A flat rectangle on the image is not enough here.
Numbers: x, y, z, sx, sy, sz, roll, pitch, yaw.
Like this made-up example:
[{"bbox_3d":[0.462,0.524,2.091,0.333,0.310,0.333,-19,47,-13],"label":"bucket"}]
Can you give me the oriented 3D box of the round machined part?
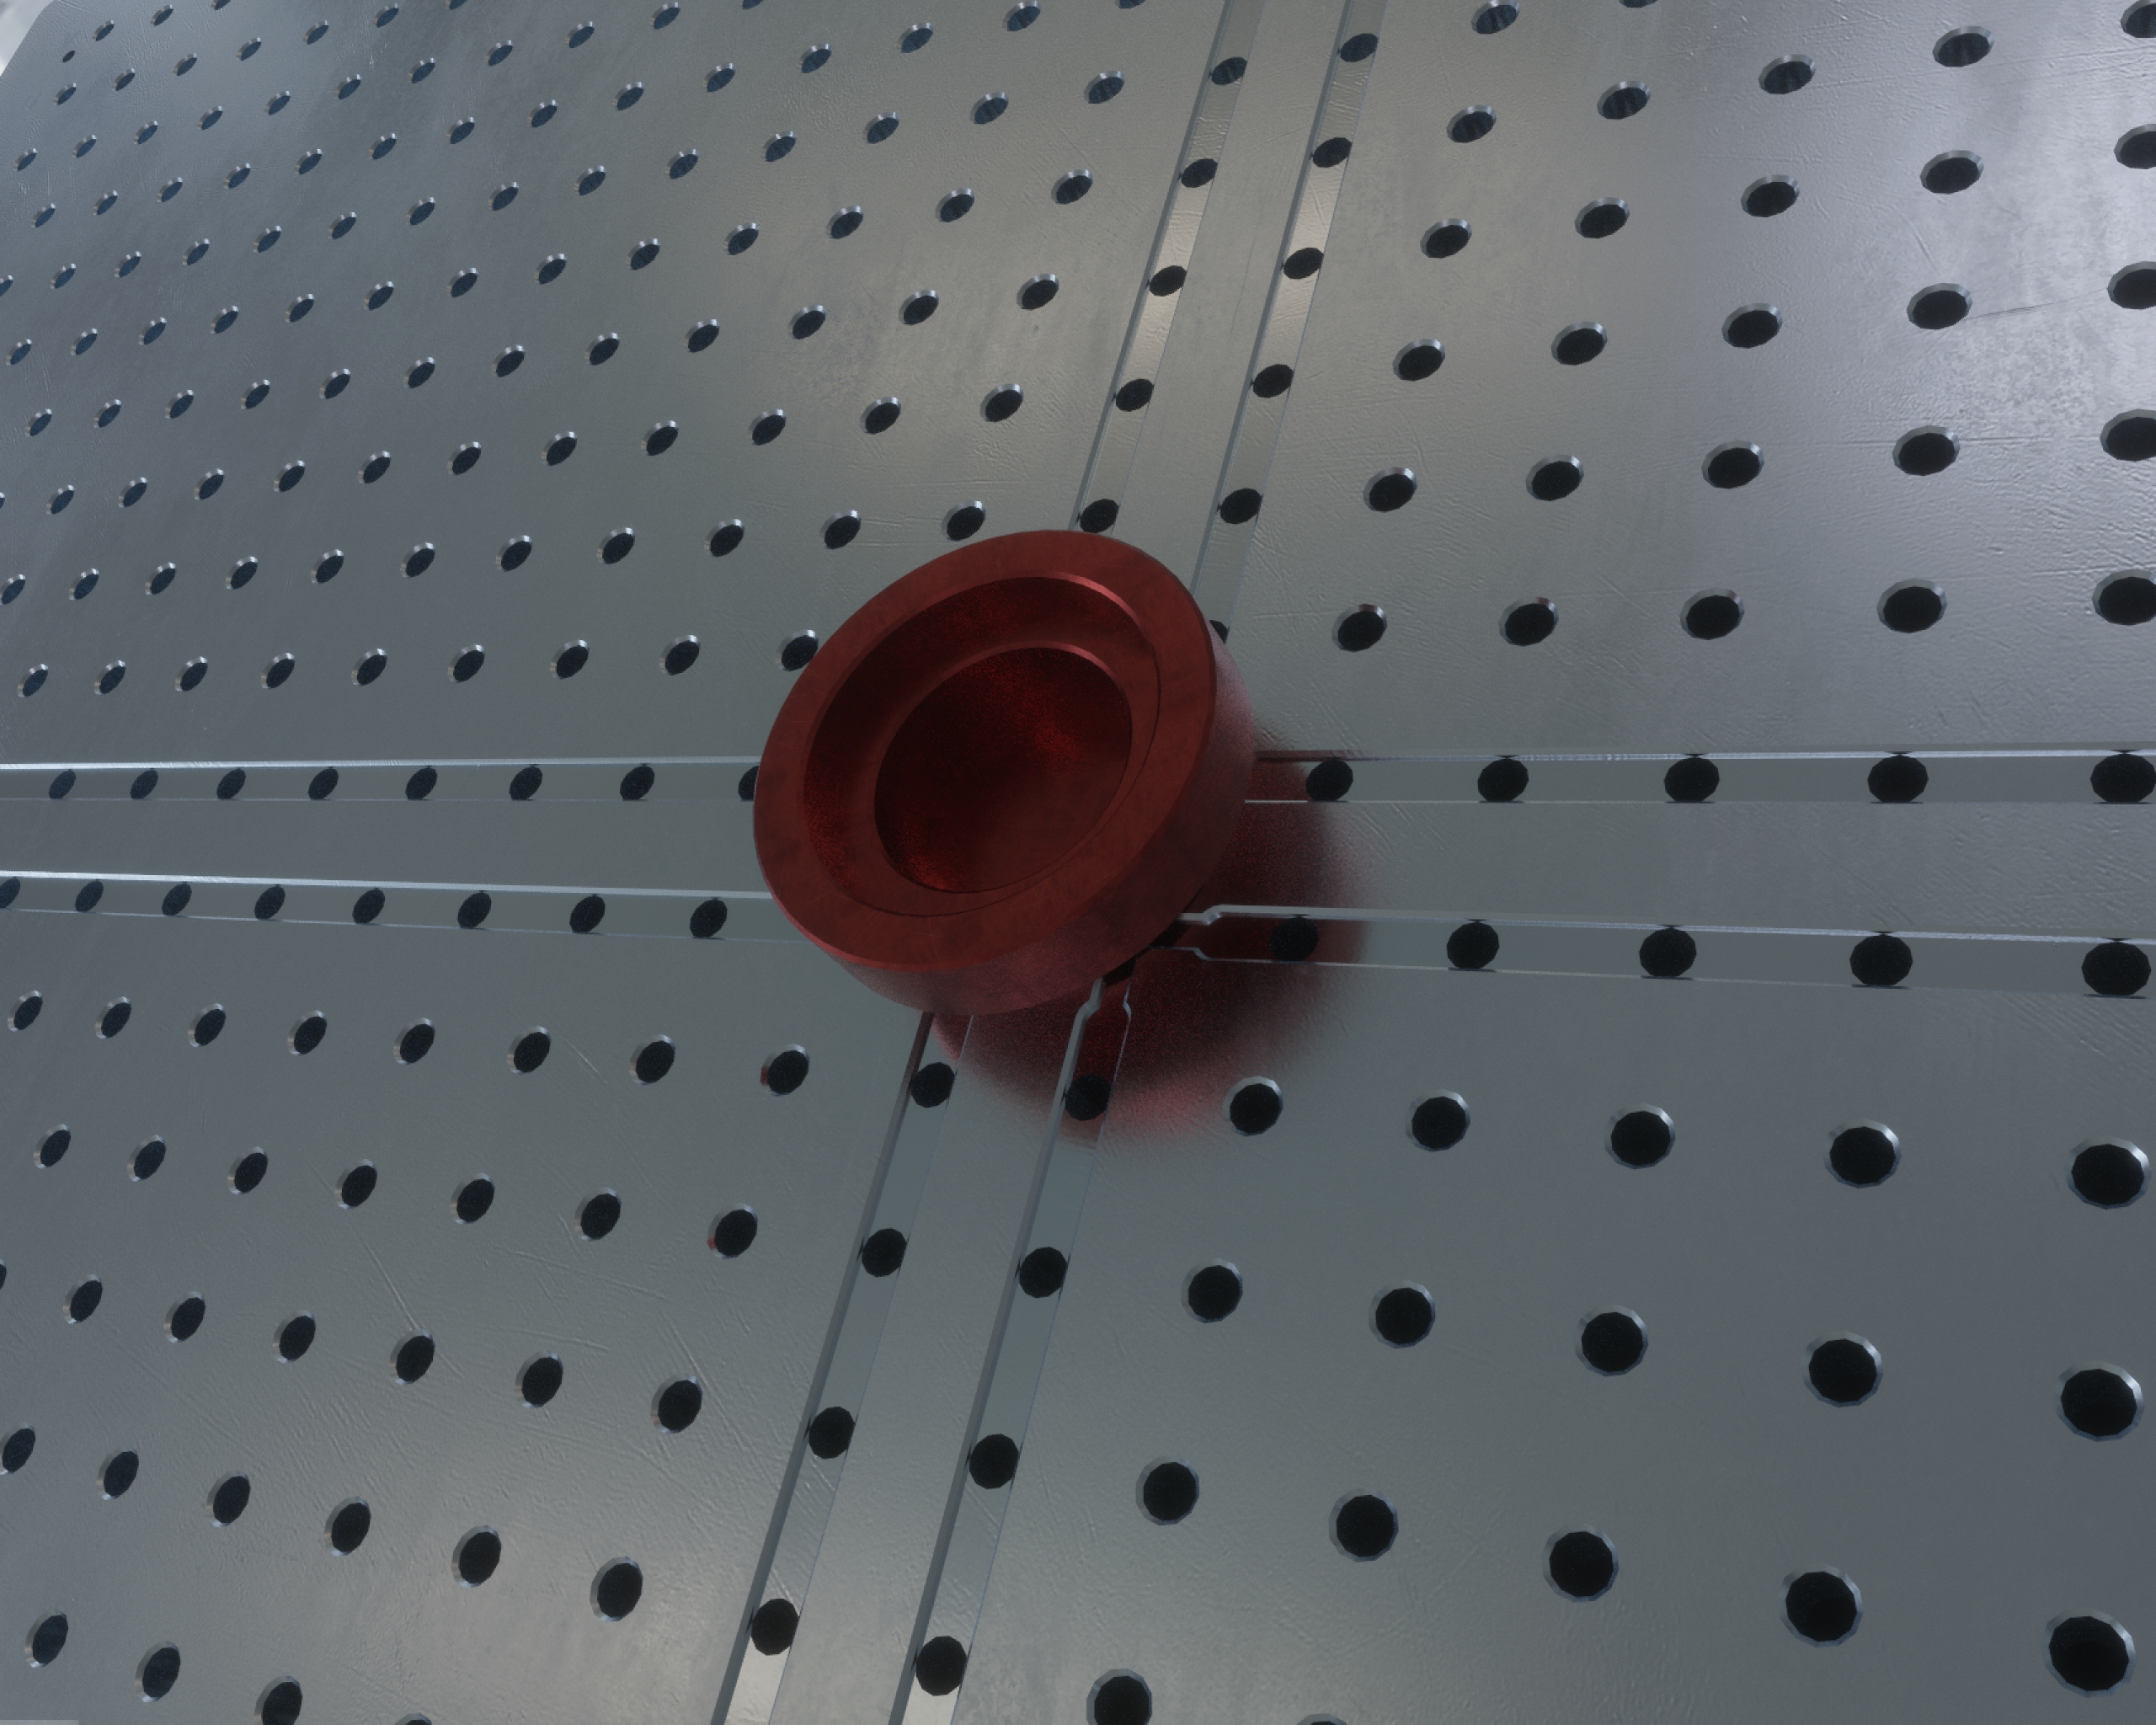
[{"bbox_3d":[-0.011,-0.014,0.412,0.098,0.042,0.098,-13,56,21],"label":"round machined part"}]
